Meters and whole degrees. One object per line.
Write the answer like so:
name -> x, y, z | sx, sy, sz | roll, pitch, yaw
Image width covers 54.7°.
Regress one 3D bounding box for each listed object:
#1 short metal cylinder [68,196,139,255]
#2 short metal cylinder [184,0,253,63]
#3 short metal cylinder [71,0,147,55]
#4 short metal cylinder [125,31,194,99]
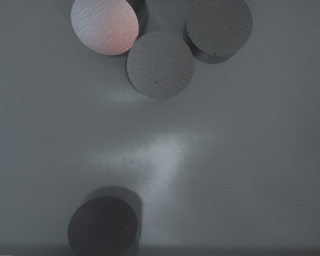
short metal cylinder -> -0.066, 0.131, 0.378 | 0.081, 0.050, 0.080 | 1, 48, -1
short metal cylinder -> 0.072, -0.127, 0.399 | 0.081, 0.050, 0.080 | 0, 90, 0
short metal cylinder -> -0.060, -0.137, 0.378 | 0.080, 0.050, 0.079 | 6, 133, 7
short metal cylinder -> -0.003, -0.078, 0.391 | 0.081, 0.050, 0.079 | -1, 98, -9
